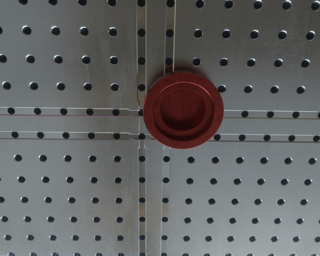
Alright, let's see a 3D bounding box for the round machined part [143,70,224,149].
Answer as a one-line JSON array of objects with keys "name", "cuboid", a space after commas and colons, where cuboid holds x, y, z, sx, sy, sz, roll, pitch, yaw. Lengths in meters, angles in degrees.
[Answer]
[{"name": "round machined part", "cuboid": [0.028, -0.026, 0.395, 0.099, 0.042, 0.097, 0, 110, -1]}]
